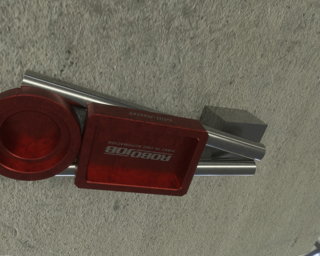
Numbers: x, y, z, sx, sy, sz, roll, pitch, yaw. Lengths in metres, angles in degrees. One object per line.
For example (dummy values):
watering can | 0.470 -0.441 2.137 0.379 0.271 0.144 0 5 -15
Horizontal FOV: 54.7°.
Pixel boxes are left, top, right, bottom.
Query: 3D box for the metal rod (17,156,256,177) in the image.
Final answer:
metal rod | -0.019 0.048 0.387 0.302 0.025 0.025 2 118 -16

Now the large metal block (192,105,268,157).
large metal block | 0.098 0.017 0.456 0.081 0.050 0.079 4 117 -31

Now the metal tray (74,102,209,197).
metal tray | -0.021 0.028 0.344 0.131 0.030 0.089 9 115 -19

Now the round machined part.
round machined part | -0.133 0.003 0.320 0.099 0.042 0.097 -7 119 -13

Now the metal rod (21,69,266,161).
metal rod | -0.001 -0.007 0.363 0.302 0.025 0.025 16 110 -22
